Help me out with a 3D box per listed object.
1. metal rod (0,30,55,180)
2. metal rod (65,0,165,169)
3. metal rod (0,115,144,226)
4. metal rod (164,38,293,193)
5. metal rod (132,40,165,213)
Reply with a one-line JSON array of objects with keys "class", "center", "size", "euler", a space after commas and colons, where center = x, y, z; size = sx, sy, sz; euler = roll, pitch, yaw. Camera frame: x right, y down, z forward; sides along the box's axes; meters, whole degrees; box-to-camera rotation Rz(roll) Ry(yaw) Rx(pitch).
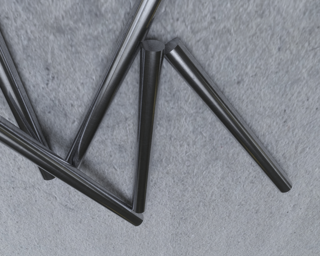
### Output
[{"class": "metal rod", "center": [-0.174, -0.044, 0.366], "size": [0.025, 0.025, 0.298], "euler": [-3, 130, 2]}, {"class": "metal rod", "center": [-0.072, -0.031, 0.379], "size": [0.025, 0.025, 0.298], "euler": [21, 127, -18]}, {"class": "metal rod", "center": [-0.112, 0.078, 0.442], "size": [0.025, 0.025, 0.300], "euler": [-23, 136, 18]}, {"class": "metal rod", "center": [0.103, 0.002, 0.410], "size": [0.025, 0.025, 0.300], "euler": [-31, 124, 23]}, {"class": "metal rod", "center": [-0.021, 0.024, 0.418], "size": [0.025, 0.025, 0.298], "euler": [4, 133, -4]}]
